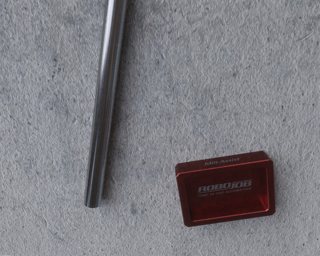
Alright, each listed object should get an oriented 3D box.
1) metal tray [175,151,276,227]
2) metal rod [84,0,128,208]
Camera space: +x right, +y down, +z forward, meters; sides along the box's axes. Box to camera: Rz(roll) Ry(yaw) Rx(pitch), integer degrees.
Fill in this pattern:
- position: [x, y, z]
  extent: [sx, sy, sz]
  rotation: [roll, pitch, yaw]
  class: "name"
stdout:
- position: [0.093, 0.087, 0.440]
  extent: [0.131, 0.030, 0.089]
  rotation: [-9, 110, 3]
  class: "metal tray"
- position: [-0.072, -0.029, 0.397]
  extent: [0.025, 0.025, 0.298]
  rotation: [9, 110, -4]
  class: "metal rod"
